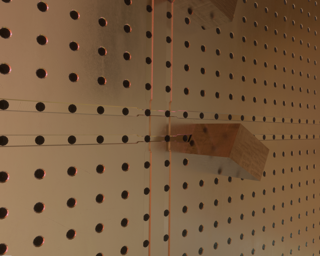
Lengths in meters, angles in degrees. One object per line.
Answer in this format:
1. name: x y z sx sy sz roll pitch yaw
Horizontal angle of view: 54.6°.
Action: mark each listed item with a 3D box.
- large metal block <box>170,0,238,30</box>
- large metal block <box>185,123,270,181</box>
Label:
1. large metal block: 0.069 -0.204 0.449 0.080 0.050 0.080 25 74 -37
2. large metal block: 0.099 0.034 0.455 0.080 0.080 0.050 35 68 -34
